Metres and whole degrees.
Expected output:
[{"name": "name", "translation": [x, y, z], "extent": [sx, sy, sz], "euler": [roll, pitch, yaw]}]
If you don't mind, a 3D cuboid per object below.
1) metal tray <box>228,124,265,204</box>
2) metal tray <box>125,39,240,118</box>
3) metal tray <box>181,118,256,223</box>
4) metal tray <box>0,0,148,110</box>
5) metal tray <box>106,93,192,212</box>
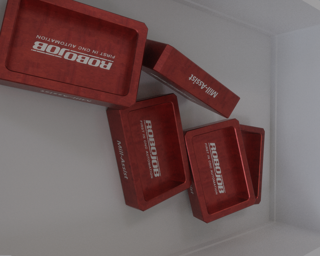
[{"name": "metal tray", "translation": [0.133, 0.061, 0.514], "extent": [0.091, 0.030, 0.129], "euler": [8, 85, -40]}, {"name": "metal tray", "translation": [0.027, -0.062, 0.383], "extent": [0.131, 0.090, 0.030], "euler": [27, 95, -37]}, {"name": "metal tray", "translation": [0.081, 0.058, 0.445], "extent": [0.091, 0.030, 0.129], "euler": [-14, 93, -22]}, {"name": "metal tray", "translation": [-0.083, -0.075, 0.306], "extent": [0.131, 0.030, 0.090], "euler": [11, 83, -20]}, {"name": "metal tray", "translation": [-0.010, 0.027, 0.394], "extent": [0.091, 0.030, 0.129], "euler": [-18, 101, -39]}]
